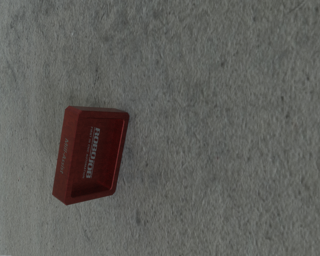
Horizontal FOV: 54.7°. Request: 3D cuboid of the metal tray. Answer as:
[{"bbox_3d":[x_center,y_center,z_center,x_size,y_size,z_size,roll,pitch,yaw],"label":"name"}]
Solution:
[{"bbox_3d":[-0.096,0.036,0.439,0.030,0.091,0.129,19,102,38],"label":"metal tray"}]
